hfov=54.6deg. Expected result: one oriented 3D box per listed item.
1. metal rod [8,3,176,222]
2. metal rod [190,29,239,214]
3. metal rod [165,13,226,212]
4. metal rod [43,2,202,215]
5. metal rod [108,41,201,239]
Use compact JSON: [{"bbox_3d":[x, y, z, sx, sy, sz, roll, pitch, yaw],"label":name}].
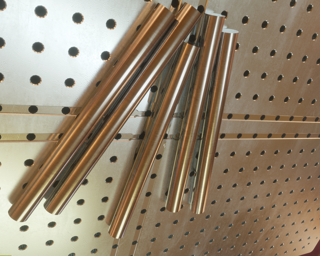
[{"bbox_3d":[-0.083,-0.010,0.358,0.025,0.025,0.299,31,101,-38],"label":"metal rod"},{"bbox_3d":[0.074,0.009,0.456,0.025,0.025,0.298,-10,123,-23],"label":"metal rod"},{"bbox_3d":[0.043,-0.003,0.432,0.025,0.025,0.298,-5,121,-26],"label":"metal rod"},{"bbox_3d":[-0.051,-0.015,0.374,0.025,0.025,0.299,29,102,-38],"label":"metal rod"},{"bbox_3d":[-0.015,0.030,0.421,0.025,0.025,0.298,8,114,-32],"label":"metal rod"}]
